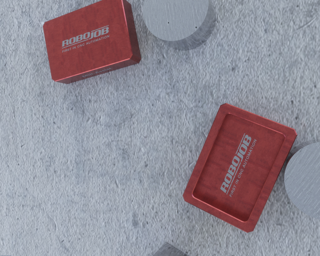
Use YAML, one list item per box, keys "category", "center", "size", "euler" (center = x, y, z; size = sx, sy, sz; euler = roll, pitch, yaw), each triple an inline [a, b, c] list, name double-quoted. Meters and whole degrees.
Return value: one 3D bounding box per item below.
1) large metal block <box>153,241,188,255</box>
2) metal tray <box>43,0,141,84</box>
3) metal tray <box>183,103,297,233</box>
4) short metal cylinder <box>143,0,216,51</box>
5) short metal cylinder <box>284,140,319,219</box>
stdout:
- category: "large metal block"
  center: [0.000, 0.201, 0.380]
  size: [0.050, 0.080, 0.080]
  euler: [27, 99, 18]
- category: "metal tray"
  center: [-0.098, -0.122, 0.441]
  size: [0.130, 0.030, 0.090]
  euler: [-12, 86, 19]
- category: "metal tray"
  center: [0.094, 0.045, 0.373]
  size: [0.090, 0.030, 0.129]
  euler: [24, 98, 18]
- category: "short metal cylinder"
  center: [0.026, -0.142, 0.387]
  size: [0.080, 0.050, 0.079]
  euler: [0, 90, 20]
- category: "short metal cylinder"
  center: [0.176, 0.053, 0.333]
  size: [0.080, 0.050, 0.079]
  euler: [0, 90, 20]
